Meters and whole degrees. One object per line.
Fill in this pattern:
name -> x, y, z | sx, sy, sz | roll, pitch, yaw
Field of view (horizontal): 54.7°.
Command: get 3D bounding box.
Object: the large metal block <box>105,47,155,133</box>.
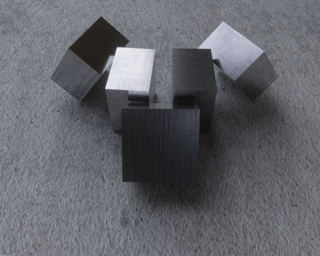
large metal block -> -0.034, -0.048, 0.409 | 0.050, 0.080, 0.080 | 4, 50, 3

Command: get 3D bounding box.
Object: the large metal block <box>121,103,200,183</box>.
large metal block -> 0.001, 0.014, 0.349 | 0.081, 0.079, 0.050 | 1, 11, 0

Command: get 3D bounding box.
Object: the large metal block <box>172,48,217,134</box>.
large metal block -> 0.041, -0.048, 0.410 | 0.050, 0.080, 0.080 | 1, 50, 0

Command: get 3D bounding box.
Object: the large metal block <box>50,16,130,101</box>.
large metal block -> -0.099, -0.096, 0.437 | 0.050, 0.080, 0.080 | 40, 52, -15

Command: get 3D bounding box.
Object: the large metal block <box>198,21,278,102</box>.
large metal block -> 0.111, -0.092, 0.440 | 0.050, 0.080, 0.080 | -46, 56, 11
